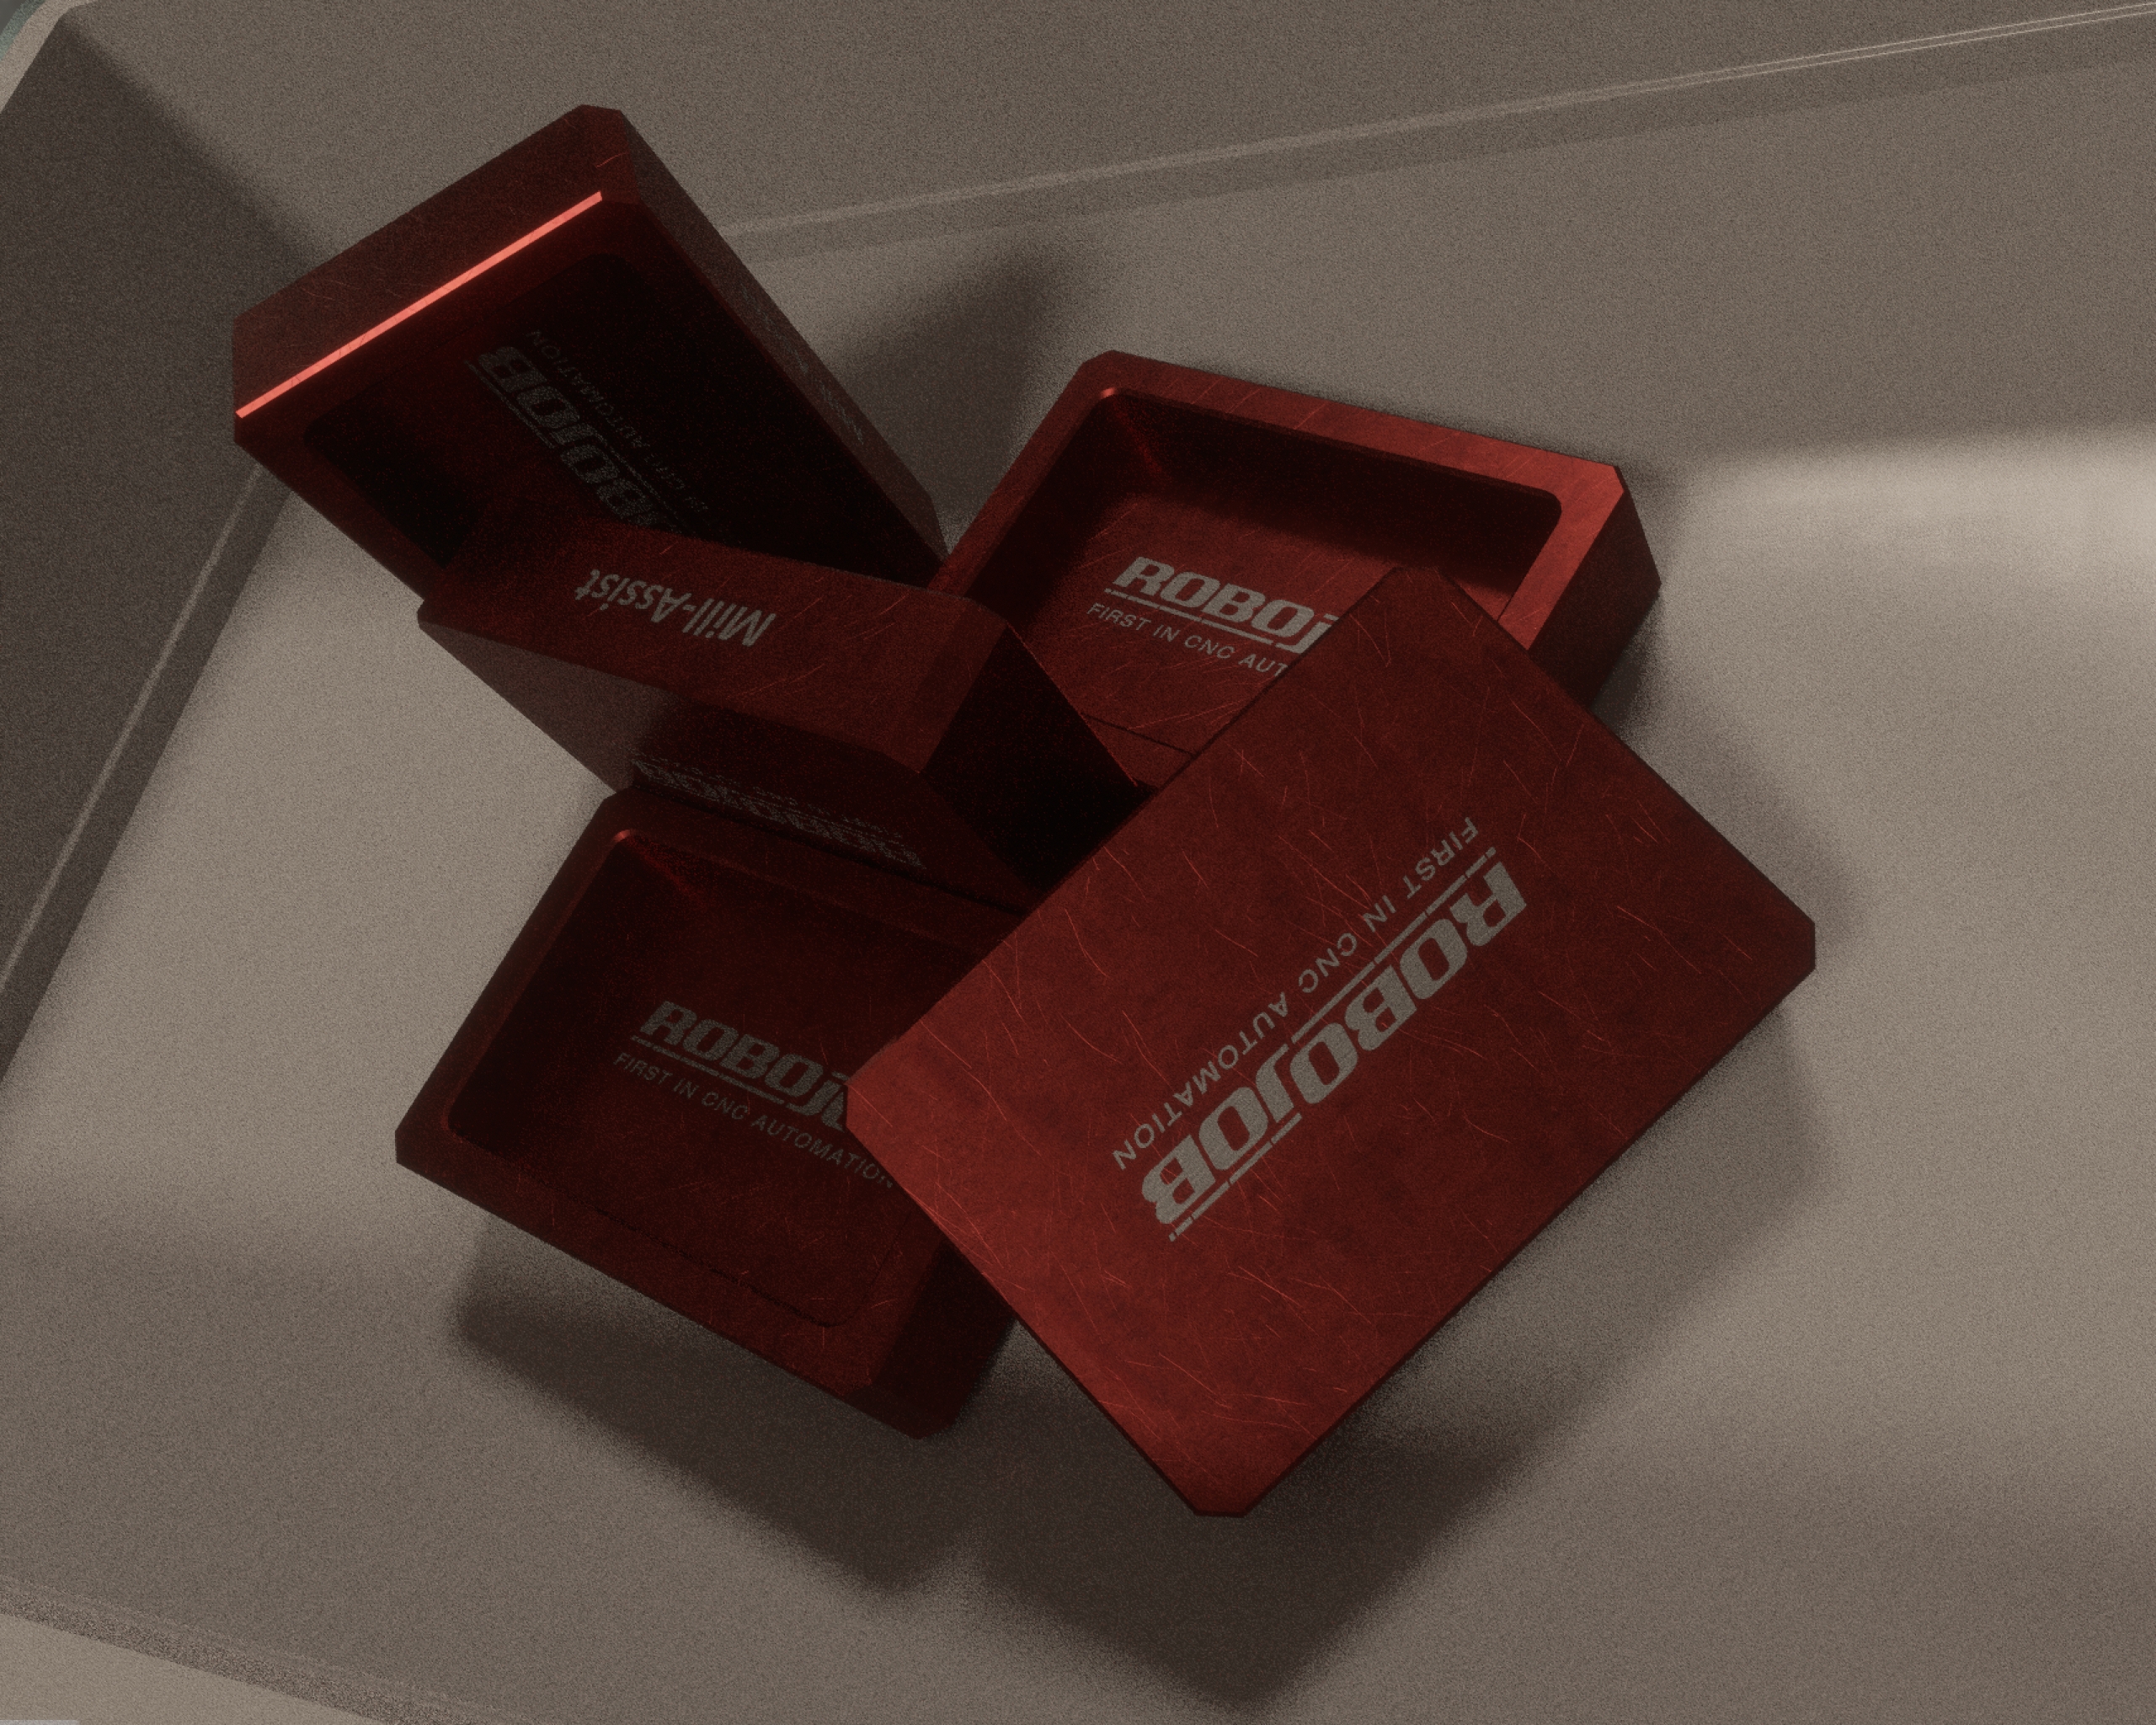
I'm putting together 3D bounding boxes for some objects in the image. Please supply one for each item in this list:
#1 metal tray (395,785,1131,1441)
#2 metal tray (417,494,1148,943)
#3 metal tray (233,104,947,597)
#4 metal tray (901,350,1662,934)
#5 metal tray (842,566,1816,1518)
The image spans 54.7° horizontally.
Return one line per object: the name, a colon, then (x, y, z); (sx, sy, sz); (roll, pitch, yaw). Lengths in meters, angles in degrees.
metal tray: (-0.061, 0.043, 0.403); (0.130, 0.030, 0.090); (17, 70, 34)
metal tray: (-0.053, -0.024, 0.401); (0.130, 0.090, 0.030); (17, 71, 34)
metal tray: (-0.095, -0.081, 0.433); (0.090, 0.130, 0.030); (-27, 53, 12)
metal tray: (0.034, -0.047, 0.410); (0.130, 0.030, 0.090); (23, 74, 36)
metal tray: (0.039, 0.028, 0.337); (0.130, 0.030, 0.090); (-43, 80, -2)
